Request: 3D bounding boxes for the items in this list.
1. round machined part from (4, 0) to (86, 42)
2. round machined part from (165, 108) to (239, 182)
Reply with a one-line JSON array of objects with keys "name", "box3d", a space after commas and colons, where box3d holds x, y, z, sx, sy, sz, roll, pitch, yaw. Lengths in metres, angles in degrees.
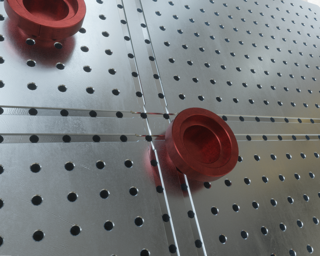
[{"name": "round machined part", "box3d": [-0.152, -0.154, 0.410, 0.099, 0.042, 0.098, 13, 56, -21]}, {"name": "round machined part", "box3d": [0.051, 0.025, 0.409, 0.099, 0.042, 0.098, 13, 56, -21]}]
